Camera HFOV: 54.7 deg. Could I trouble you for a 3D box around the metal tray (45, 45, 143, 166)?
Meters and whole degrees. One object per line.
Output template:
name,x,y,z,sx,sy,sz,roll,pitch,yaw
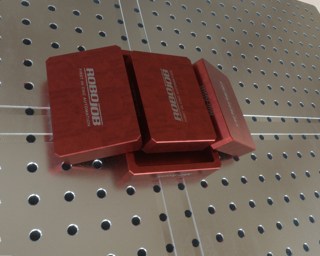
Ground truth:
metal tray,-0.078,-0.030,0.359,0.091,0.030,0.130,-12,66,-6

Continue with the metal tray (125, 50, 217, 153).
metal tray,0.010,-0.035,0.394,0.091,0.030,0.130,0,62,-29

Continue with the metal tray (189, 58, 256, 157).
metal tray,0.088,-0.028,0.447,0.090,0.030,0.130,19,49,-51

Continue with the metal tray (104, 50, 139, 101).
metal tray,-0.012,-0.061,0.437,0.131,0.030,0.090,0,62,-28

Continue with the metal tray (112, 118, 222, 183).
metal tray,0.009,0.019,0.400,0.131,0.030,0.090,0,62,-28
